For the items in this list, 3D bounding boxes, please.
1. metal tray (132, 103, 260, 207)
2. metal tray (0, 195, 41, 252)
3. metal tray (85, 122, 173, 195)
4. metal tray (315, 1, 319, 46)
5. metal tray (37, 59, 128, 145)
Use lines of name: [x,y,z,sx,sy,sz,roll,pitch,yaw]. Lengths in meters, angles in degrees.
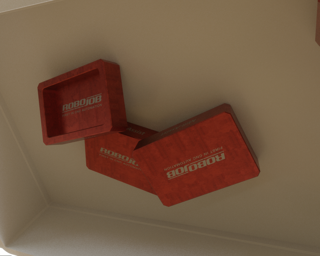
metal tray: [0.043,0.037,0.382,0.130,0.030,0.090,-24,107,20]
metal tray: [-0.335,0.222,0.718,0.090,0.030,0.129,10,123,22]
metal tray: [-0.047,0.038,0.452,0.130,0.030,0.089,18,125,17]
metal tray: [0.152,-0.051,0.213,0.030,0.131,0.090,-43,75,22]
metal tray: [-0.108,-0.030,0.415,0.130,0.030,0.089,-12,83,32]
